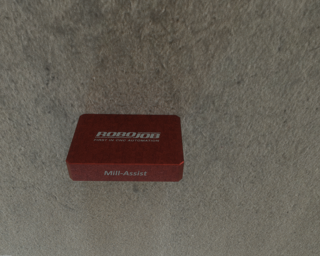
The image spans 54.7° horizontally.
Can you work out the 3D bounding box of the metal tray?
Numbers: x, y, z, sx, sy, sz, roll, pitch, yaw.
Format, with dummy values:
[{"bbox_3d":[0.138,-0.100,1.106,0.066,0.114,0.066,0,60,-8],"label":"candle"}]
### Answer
[{"bbox_3d":[-0.039,0.022,0.382,0.131,0.090,0.030,1,130,-1],"label":"metal tray"}]
